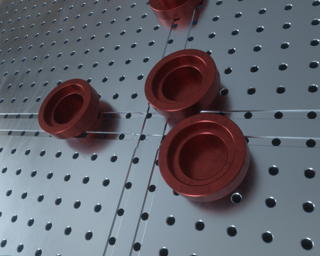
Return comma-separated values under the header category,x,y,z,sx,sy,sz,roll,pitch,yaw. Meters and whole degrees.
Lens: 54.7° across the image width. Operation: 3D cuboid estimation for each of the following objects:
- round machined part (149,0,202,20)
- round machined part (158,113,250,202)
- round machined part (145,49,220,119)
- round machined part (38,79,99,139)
category,x,y,z,sx,sy,sz,roll,pitch,yaw
round machined part,0.024,-0.236,0.528,0.098,0.042,0.098,-13,56,20
round machined part,0.051,0.035,0.348,0.098,0.042,0.098,-13,56,20
round machined part,0.033,-0.054,0.412,0.098,0.042,0.098,-13,56,20
round machined part,-0.136,-0.025,0.482,0.098,0.042,0.098,-13,56,20
